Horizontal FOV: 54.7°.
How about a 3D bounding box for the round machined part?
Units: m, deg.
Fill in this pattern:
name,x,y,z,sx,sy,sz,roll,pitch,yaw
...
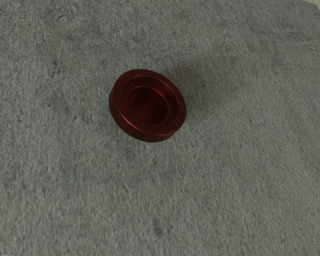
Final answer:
name,x,y,z,sx,sy,sz,roll,pitch,yaw
round machined part,-0.019,-0.025,0.399,0.099,0.042,0.098,14,56,-21
